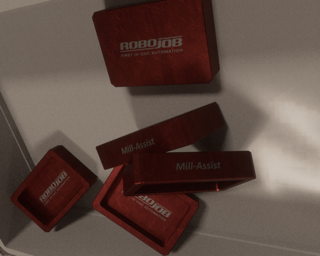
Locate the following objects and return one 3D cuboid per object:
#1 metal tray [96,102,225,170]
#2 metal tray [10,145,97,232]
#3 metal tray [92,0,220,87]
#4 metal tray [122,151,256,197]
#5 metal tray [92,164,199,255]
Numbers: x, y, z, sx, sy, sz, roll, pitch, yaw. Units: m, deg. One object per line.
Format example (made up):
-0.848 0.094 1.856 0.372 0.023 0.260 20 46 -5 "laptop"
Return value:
0.000 0.010 0.368 0.130 0.091 0.030 -20 92 35 "metal tray"
-0.183 0.105 0.531 0.090 0.030 0.130 43 106 0 "metal tray"
-0.005 -0.095 0.348 0.130 0.030 0.089 1 119 27 "metal tray"
0.028 0.054 0.353 0.131 0.030 0.090 0 160 -15 "metal tray"
-0.020 0.109 0.450 0.130 0.030 0.090 32 92 7 "metal tray"
